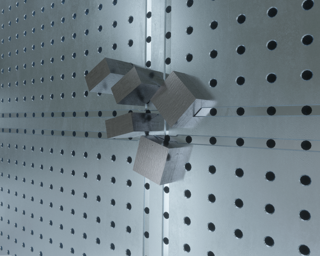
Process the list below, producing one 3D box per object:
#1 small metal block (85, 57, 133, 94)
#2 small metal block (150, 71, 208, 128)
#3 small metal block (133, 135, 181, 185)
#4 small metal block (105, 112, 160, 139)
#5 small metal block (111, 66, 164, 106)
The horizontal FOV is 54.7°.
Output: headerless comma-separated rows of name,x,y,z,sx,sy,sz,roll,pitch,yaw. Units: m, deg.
small metal block,-0.071,-0.074,0.450,0.050,0.050,0.025,-32,70,35
small metal block,0.023,-0.035,0.389,0.050,0.025,0.050,-50,61,28
small metal block,-0.005,0.041,0.412,0.050,0.025,0.050,23,104,37
small metal block,-0.038,-0.003,0.422,0.050,0.050,0.025,-14,81,39
small metal block,-0.028,-0.054,0.414,0.050,0.050,0.025,-35,69,34
